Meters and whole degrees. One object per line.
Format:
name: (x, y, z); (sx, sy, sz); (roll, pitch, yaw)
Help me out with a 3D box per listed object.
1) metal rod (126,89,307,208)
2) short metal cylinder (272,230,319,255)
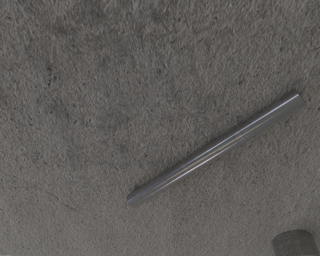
metal rod: (0.063, 0.041, 0.442); (0.299, 0.025, 0.025); (-36, 122, 26)
short metal cylinder: (0.264, 0.241, 0.599); (0.081, 0.050, 0.079); (0, 130, 0)
